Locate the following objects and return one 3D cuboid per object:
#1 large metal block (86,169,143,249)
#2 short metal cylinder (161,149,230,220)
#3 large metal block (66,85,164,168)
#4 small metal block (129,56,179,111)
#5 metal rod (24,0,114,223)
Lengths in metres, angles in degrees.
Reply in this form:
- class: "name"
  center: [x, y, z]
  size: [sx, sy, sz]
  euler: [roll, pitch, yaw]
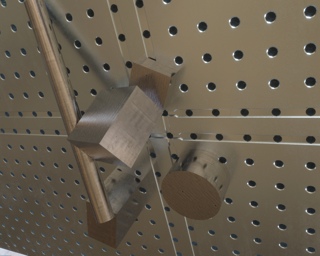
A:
- class: "large metal block"
  center: [-0.070, 0.125, 0.488]
  size: [0.050, 0.080, 0.079]
  euler: [18, 126, 17]
- class: "short metal cylinder"
  center: [0.049, 0.076, 0.415]
  size: [0.080, 0.050, 0.079]
  euler: [13, 124, 20]
- class: "large metal block"
  center: [-0.055, -0.003, 0.379]
  size: [0.080, 0.080, 0.050]
  euler: [2, 146, 49]
- class: "small metal block"
  center: [-0.010, -0.054, 0.382]
  size: [0.050, 0.025, 0.050]
  euler: [24, 127, 13]
- class: "metal rod"
  center: [-0.117, -0.019, 0.408]
  size: [0.025, 0.025, 0.298]
  euler: [-14, 95, 33]
